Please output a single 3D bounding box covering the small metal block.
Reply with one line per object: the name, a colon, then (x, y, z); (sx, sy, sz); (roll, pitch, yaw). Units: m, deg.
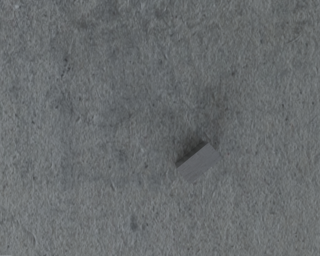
small metal block: (0.047, 0.043, 0.398); (0.050, 0.050, 0.025); (-39, 90, 0)
